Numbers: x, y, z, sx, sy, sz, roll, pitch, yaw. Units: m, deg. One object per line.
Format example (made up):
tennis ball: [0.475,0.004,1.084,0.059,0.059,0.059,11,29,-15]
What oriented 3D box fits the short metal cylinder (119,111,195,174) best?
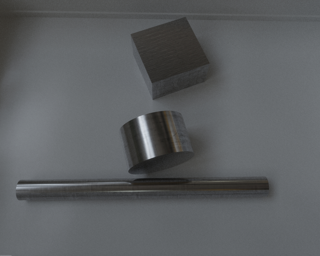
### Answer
short metal cylinder: [-0.004,0.019,0.373,0.081,0.080,0.050,-14,71,-5]

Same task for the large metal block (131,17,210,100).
large metal block: [0.013,-0.096,0.432,0.080,0.050,0.080,-20,72,-8]

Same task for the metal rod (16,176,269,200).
metal rod: [-0.020,0.074,0.382,0.302,0.025,0.025,-1,70,-1]
